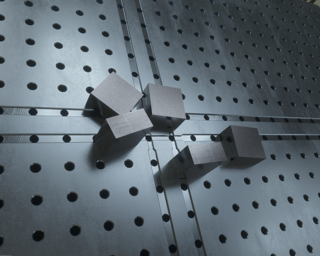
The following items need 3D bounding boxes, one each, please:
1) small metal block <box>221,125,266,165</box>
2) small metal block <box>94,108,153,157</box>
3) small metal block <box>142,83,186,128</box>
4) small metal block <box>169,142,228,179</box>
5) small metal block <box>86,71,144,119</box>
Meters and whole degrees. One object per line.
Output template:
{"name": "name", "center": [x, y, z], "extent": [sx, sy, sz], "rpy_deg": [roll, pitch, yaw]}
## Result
{"name": "small metal block", "center": [0.123, 0.026, 0.458], "extent": [0.050, 0.025, 0.050], "rpy_deg": [6, 59, -25]}
{"name": "small metal block", "center": [-0.043, 0.006, 0.365], "extent": [0.050, 0.050, 0.025], "rpy_deg": [-19, 72, -35]}
{"name": "small metal block", "center": [0.005, -0.031, 0.429], "extent": [0.050, 0.025, 0.050], "rpy_deg": [7, 59, -25]}
{"name": "small metal block", "center": [0.048, 0.041, 0.392], "extent": [0.050, 0.050, 0.025], "rpy_deg": [-3, 64, -30]}
{"name": "small metal block", "center": [-0.058, -0.037, 0.399], "extent": [0.050, 0.025, 0.050], "rpy_deg": [37, 51, -3]}
